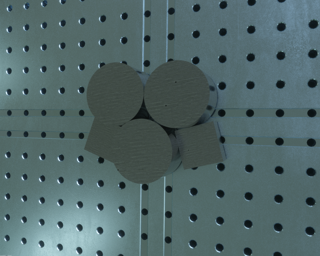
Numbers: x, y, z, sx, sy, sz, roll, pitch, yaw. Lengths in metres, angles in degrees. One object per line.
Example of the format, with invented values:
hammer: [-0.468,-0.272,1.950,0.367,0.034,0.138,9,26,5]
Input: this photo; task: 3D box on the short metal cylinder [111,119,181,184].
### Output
short metal cylinder: [-0.015,0.028,0.401,0.080,0.050,0.079,0,90,20]

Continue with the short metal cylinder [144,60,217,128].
short metal cylinder: [0.027,-0.040,0.386,0.080,0.050,0.079,0,90,20]

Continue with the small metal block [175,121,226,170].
small metal block: [0.051,0.022,0.391,0.050,0.025,0.050,-15,85,19]

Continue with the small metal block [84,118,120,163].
small metal block: [-0.072,0.015,0.434,0.050,0.025,0.050,22,97,18]

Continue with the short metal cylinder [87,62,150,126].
short metal cylinder: [-0.049,-0.043,0.413,0.080,0.050,0.079,0,90,20]
